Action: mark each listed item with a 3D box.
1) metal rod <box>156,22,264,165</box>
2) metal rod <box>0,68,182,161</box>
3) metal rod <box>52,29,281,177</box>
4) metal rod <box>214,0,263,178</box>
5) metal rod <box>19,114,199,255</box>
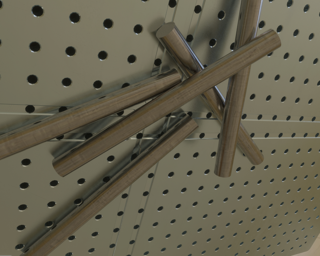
[{"bbox_3d":[0.087,-0.028,0.443,0.025,0.025,0.300,-44,130,2],"label":"metal rod"},{"bbox_3d":[-0.113,-0.004,0.347,0.302,0.025,0.025,-24,127,-15],"label":"metal rod"},{"bbox_3d":[0.006,-0.028,0.370,0.301,0.025,0.025,-31,129,2],"label":"metal rod"},{"bbox_3d":[0.103,-0.072,0.401,0.025,0.025,0.298,-6,114,-26],"label":"metal rod"},{"bbox_3d":[-0.069,0.087,0.428,0.300,0.025,0.025,-40,130,-1],"label":"metal rod"}]
